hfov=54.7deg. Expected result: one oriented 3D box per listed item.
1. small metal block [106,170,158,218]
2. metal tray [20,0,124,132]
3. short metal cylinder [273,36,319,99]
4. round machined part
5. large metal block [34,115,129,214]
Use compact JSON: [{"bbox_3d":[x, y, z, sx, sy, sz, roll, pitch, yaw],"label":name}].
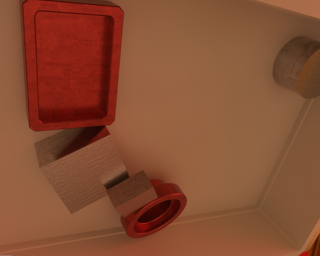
[{"bbox_3d":[-0.033,0.083,0.384,0.050,0.025,0.050,-29,153,-8],"label":"small metal block"},{"bbox_3d":[-0.090,-0.063,0.318,0.091,0.030,0.129,-6,121,-26],"label":"metal tray"},{"bbox_3d":[0.217,-0.090,0.458,0.081,0.050,0.079,-14,125,-21],"label":"short metal cylinder"},{"bbox_3d":[-0.013,0.113,0.452,0.099,0.042,0.097,-23,141,-19],"label":"round machined part"},{"bbox_3d":[-0.090,0.043,0.371,0.080,0.050,0.080,-26,128,-12],"label":"large metal block"}]
